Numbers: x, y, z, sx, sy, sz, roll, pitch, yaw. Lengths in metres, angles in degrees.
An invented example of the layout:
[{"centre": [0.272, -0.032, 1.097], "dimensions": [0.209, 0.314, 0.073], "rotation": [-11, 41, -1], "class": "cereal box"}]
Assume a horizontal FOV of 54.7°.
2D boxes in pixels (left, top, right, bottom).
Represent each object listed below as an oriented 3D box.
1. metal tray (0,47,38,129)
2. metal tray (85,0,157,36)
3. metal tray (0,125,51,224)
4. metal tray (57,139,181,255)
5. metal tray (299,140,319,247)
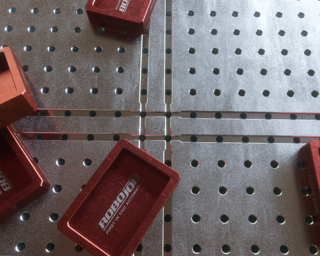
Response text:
[{"centre": [-0.218, -0.048, 0.396], "dimensions": [0.090, 0.030, 0.130], "rotation": [-29, 48, -11], "class": "metal tray"}, {"centre": [-0.051, -0.215, 0.487], "dimensions": [0.090, 0.030, 0.130], "rotation": [16, 71, 5], "class": "metal tray"}, {"centre": [-0.212, 0.048, 0.388], "dimensions": [0.090, 0.030, 0.130], "rotation": [-36, 74, -13], "class": "metal tray"}, {"centre": [-0.046, 0.089, 0.375], "dimensions": [0.090, 0.030, 0.130], "rotation": [32, 73, 10], "class": "metal tray"}, {"centre": [0.234, 0.080, 0.382], "dimensions": [0.091, 0.030, 0.130], "rotation": [-1, 70, -1], "class": "metal tray"}]
